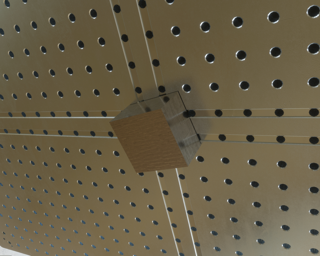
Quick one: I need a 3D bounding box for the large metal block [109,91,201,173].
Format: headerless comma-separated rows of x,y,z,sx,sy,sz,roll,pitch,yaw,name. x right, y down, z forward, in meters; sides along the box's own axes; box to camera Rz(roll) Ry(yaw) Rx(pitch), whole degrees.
-0.005,0.008,0.402,0.080,0.050,0.080,-13,112,33,large metal block
